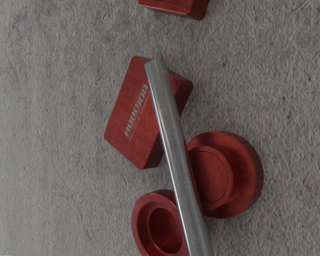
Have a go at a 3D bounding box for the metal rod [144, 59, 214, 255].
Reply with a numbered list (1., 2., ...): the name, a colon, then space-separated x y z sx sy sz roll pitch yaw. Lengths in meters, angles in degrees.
1. metal rod: 0.028 0.069 0.327 0.025 0.025 0.299 -22 77 38

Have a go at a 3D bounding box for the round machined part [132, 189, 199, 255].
1. round machined part: 0.013 0.123 0.379 0.098 0.042 0.097 7 100 43

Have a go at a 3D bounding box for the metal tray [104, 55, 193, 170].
1. metal tray: -0.020 -0.021 0.419 0.090 0.030 0.129 36 112 34

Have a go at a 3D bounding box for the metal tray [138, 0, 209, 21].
1. metal tray: 0.029 -0.206 0.377 0.090 0.030 0.129 28 107 36

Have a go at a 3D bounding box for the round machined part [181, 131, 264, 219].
1. round machined part: 0.060 0.053 0.345 0.098 0.042 0.097 0 90 40
